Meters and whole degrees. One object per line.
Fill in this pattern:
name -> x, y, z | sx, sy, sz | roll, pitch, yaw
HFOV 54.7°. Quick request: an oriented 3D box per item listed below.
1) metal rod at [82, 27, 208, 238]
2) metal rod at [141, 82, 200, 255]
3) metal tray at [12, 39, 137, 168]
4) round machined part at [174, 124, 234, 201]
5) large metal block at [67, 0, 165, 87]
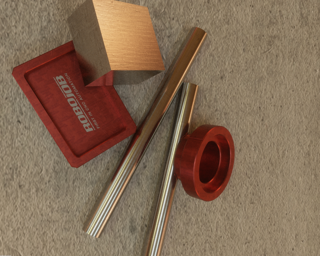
metal rod -> -0.015, -0.002, 0.404 | 0.025, 0.025, 0.299 | 31, 80, -18
metal rod -> 0.008, 0.086, 0.413 | 0.025, 0.025, 0.298 | 15, 85, -20
metal tray -> -0.099, -0.030, 0.370 | 0.090, 0.030, 0.130 | -33, 101, -17
round machined part -> 0.056, 0.043, 0.407 | 0.099, 0.042, 0.097 | -12, 106, -48
large metal block -> -0.049, -0.095, 0.356 | 0.081, 0.050, 0.080 | -11, 84, -47
